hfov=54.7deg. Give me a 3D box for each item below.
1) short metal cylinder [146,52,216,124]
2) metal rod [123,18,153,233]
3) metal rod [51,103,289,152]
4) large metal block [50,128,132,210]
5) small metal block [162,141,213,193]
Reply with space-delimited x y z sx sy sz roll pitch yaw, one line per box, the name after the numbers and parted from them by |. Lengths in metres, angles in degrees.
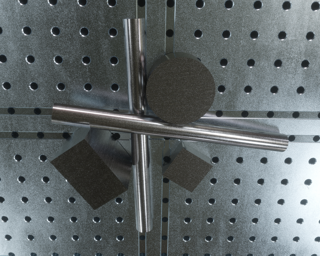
0.024 -0.050 0.382 0.081 0.050 0.079 0 110 -1 | short metal cylinder
-0.027 0.010 0.417 0.025 0.025 0.298 -2 110 0 | metal rod
0.022 0.001 0.394 0.302 0.025 0.025 7 110 -11 | metal rod
-0.082 0.042 0.397 0.050 0.080 0.080 -33 107 11 | large metal block
0.038 0.054 0.435 0.050 0.025 0.050 32 107 -12 | small metal block
